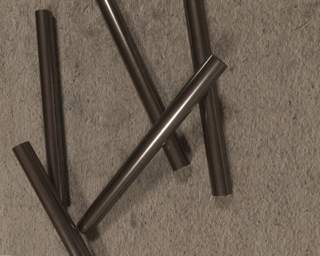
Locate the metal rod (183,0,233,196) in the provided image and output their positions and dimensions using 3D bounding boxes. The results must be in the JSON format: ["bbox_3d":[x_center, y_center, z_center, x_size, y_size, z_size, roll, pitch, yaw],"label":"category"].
[{"bbox_3d":[0.056,-0.066,0.388,0.025,0.025,0.298,-9,87,19],"label":"metal rod"}]

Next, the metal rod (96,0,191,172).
[{"bbox_3d":[-0.033,-0.084,0.419,0.025,0.025,0.299,-27,81,18],"label":"metal rod"}]

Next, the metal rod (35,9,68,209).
[{"bbox_3d":[-0.163,-0.026,0.464,0.025,0.025,0.298,-6,88,19],"label":"metal rod"}]

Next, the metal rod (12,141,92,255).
[{"bbox_3d":[-0.123,0.155,0.432,0.025,0.025,0.299,-30,88,17],"label":"metal rod"}]

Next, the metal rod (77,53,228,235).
[{"bbox_3d":[-0.022,0.034,0.393,0.025,0.025,0.299,44,112,14],"label":"metal rod"}]
